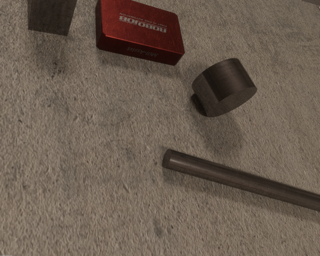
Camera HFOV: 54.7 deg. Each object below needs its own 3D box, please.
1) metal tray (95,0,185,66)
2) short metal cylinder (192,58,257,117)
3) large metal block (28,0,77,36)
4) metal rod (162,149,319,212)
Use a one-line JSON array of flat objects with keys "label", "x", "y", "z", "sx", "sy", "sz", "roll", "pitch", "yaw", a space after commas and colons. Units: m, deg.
[{"label": "metal tray", "x": -0.031, "y": -0.151, "z": 0.478, "sx": 0.131, "sy": 0.030, "sz": 0.090, "roll": 7, "pitch": 59, "yaw": -25}, {"label": "short metal cylinder", "x": 0.094, "y": -0.058, "z": 0.457, "sx": 0.081, "sy": 0.080, "sz": 0.050, "roll": -14, "pitch": 69, "yaw": -34}, {"label": "large metal block", "x": -0.142, "y": -0.182, "z": 0.404, "sx": 0.050, "sy": 0.080, "sz": 0.080, "roll": 2, "pitch": 61, "yaw": -28}, {"label": "metal rod", "x": 0.145, "y": 0.082, "z": 0.433, "sx": 0.302, "sy": 0.025, "sz": 0.025, "roll": 18, "pitch": 55, "yaw": -18}]
